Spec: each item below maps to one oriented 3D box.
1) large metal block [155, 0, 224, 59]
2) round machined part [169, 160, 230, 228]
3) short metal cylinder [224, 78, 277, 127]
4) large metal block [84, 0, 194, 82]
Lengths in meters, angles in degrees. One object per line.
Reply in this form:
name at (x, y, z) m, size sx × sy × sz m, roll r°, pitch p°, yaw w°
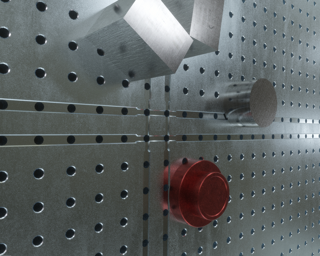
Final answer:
large metal block at (0.032, -0.139, 0.400) m, size 0.050 × 0.080 × 0.080 m, roll 14°, pitch 81°, yaw -39°
round machined part at (0.064, 0.096, 0.452) m, size 0.099 × 0.042 × 0.097 m, roll 0°, pitch 90°, yaw -40°
short metal cylinder at (0.153, -0.041, 0.520) m, size 0.081 × 0.050 × 0.080 m, roll 0°, pitch 90°, yaw -40°
large metal block at (-0.024, -0.102, 0.353) m, size 0.080 × 0.080 × 0.050 m, roll 42°, pitch 65°, yaw -32°
